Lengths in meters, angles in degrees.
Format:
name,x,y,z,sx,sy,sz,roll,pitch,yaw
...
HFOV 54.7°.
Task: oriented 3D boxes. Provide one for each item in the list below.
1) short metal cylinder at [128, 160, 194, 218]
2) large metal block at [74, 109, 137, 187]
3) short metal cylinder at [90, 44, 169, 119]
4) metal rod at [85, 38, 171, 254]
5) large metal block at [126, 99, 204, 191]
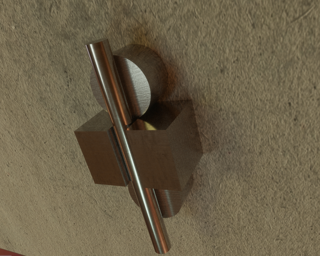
name,x,y,z,sx,sy,sz,roll,pitch,yaw
short metal cylinder,0.002,0.080,0.441,0.080,0.050,0.079,13,123,21
large metal block,-0.057,0.020,0.415,0.050,0.080,0.080,-1,118,28
short metal cylinder,-0.036,-0.056,0.376,0.080,0.050,0.079,13,123,21
metal rod,-0.031,0.041,0.385,0.025,0.025,0.298,-1,118,28
large metal block,0.010,0.018,0.379,0.050,0.080,0.080,-1,118,28
